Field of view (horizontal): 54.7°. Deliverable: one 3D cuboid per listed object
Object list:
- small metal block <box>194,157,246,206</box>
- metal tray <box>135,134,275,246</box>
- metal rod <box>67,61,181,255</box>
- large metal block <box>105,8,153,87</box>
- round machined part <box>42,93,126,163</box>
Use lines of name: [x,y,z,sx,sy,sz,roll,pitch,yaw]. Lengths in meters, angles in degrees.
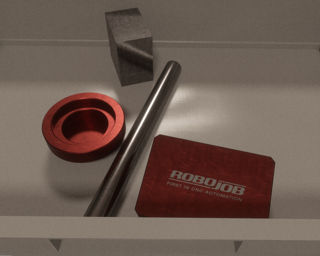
small metal block: [0.067,0.061,0.355,0.050,0.025,0.050,1,50,0]
metal tray: [0.048,0.064,0.331,0.131,0.030,0.090,11,69,9]
metal rod: [-0.029,0.013,0.393,0.025,0.025,0.301,16,52,12]
large metal block: [-0.046,-0.123,0.472,0.050,0.080,0.080,-13,52,-11]
round machined part: [-0.092,0.004,0.390,0.099,0.042,0.098,0,50,0]
